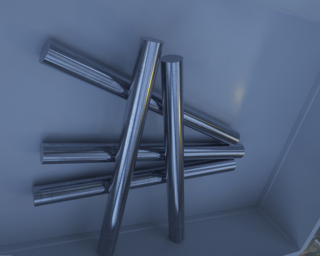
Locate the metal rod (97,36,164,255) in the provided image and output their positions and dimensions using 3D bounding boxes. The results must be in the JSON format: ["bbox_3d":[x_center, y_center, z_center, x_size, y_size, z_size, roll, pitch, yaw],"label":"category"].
[{"bbox_3d":[-0.042,0.041,0.377,0.025,0.025,0.298,0,119,-29],"label":"metal rod"}]

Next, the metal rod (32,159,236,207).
[{"bbox_3d":[-0.018,0.071,0.442,0.303,0.025,0.025,-5,121,-26],"label":"metal rod"}]

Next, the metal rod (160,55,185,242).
[{"bbox_3d":[0.020,0.049,0.417,0.025,0.025,0.298,-17,125,-19],"label":"metal rod"}]

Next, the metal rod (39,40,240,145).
[{"bbox_3d":[0.001,-0.030,0.390,0.302,0.025,0.025,22,107,-37],"label":"metal rod"}]

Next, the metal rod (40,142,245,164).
[{"bbox_3d":[-0.003,0.033,0.426,0.303,0.025,0.025,2,118,-30],"label":"metal rod"}]
